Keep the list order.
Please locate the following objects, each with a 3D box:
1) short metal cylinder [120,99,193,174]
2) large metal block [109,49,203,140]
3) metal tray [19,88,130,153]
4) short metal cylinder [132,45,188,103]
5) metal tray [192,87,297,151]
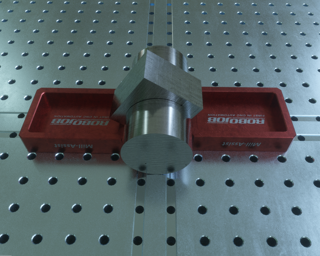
[{"bbox_3d":[-0.003,0.012,0.361,0.080,0.080,0.050,1,50,1],"label":"short metal cylinder"},{"bbox_3d":[-0.005,-0.036,0.383,0.080,0.080,0.050,25,45,-24],"label":"large metal block"},{"bbox_3d":[-0.106,-0.012,0.413,0.131,0.030,0.090,1,50,0],"label":"metal tray"},{"bbox_3d":[0.000,-0.065,0.426,0.080,0.080,0.050,1,50,1],"label":"short metal cylinder"},{"bbox_3d":[0.103,-0.014,0.416,0.131,0.030,0.090,1,50,0],"label":"metal tray"}]
